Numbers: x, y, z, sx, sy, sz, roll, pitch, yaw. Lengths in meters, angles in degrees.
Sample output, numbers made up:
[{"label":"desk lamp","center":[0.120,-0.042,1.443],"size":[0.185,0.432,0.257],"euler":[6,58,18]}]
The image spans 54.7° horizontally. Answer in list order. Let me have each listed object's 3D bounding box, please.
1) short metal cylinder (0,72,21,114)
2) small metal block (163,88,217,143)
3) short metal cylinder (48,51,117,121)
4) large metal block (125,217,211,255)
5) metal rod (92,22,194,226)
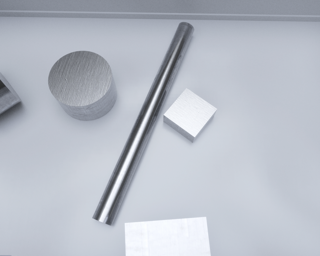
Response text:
[{"label":"short metal cylinder","center":[-0.227,-0.053,0.397],"size":[0.050,0.080,0.080],"euler":[-37,75,-13]},{"label":"small metal block","center":[0.040,-0.017,0.416],"size":[0.050,0.025,0.050],"euler":[37,74,12]},{"label":"short metal cylinder","center":[-0.101,-0.055,0.415],"size":[0.081,0.050,0.080],"euler":[0,70,0]},{"label":"large metal block","center":[0.007,0.127,0.334],"size":[0.081,0.080,0.050],"euler":[-4,70,-2]},{"label":"metal rod","center":[-0.015,-0.019,0.416],"size":[0.025,0.025,0.300],"euler":[20,71,7]}]
